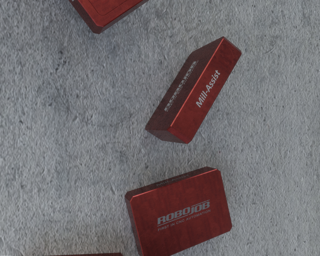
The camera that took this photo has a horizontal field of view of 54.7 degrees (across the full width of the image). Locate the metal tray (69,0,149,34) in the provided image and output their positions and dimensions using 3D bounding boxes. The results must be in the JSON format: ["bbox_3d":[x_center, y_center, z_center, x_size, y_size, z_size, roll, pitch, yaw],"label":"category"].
[{"bbox_3d":[-0.075,-0.185,0.345,0.090,0.030,0.130,-41,103,-16],"label":"metal tray"}]

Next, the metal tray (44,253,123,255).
[{"bbox_3d":[-0.107,0.201,0.367,0.131,0.030,0.089,6,88,-20],"label":"metal tray"}]

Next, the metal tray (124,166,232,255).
[{"bbox_3d":[0.027,0.113,0.416,0.131,0.030,0.089,-15,95,-20],"label":"metal tray"}]

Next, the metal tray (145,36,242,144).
[{"bbox_3d":[0.038,-0.045,0.388,0.030,0.090,0.130,35,79,-17],"label":"metal tray"}]
